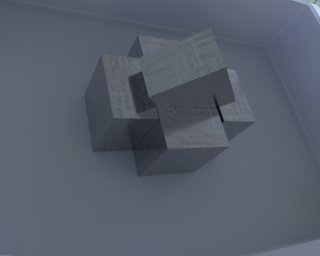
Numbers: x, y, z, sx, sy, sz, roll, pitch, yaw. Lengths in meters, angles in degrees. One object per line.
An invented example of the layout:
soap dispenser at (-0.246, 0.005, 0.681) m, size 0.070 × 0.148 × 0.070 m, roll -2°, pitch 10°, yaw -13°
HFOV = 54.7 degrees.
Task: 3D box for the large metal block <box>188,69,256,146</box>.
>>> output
large metal block at (0.071, -0.024, 0.419) m, size 0.050 × 0.080 × 0.080 m, roll 0°, pitch 62°, yaw -29°

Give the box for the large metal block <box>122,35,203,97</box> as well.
large metal block at (-0.002, -0.071, 0.411) m, size 0.081 × 0.080 × 0.050 m, roll 0°, pitch 62°, yaw -28°

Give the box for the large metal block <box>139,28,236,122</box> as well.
large metal block at (0.033, -0.053, 0.346) m, size 0.080 × 0.080 × 0.050 m, roll 45°, pitch 27°, yaw -62°

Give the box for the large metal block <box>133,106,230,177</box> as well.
large metal block at (0.021, 0.017, 0.369) m, size 0.081 × 0.080 × 0.050 m, roll 0°, pitch 62°, yaw -28°

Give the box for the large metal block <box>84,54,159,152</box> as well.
large metal block at (-0.048, -0.026, 0.359) m, size 0.050 × 0.080 × 0.080 m, roll 0°, pitch 62°, yaw -28°
